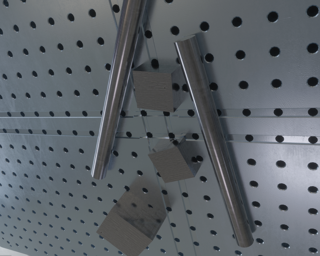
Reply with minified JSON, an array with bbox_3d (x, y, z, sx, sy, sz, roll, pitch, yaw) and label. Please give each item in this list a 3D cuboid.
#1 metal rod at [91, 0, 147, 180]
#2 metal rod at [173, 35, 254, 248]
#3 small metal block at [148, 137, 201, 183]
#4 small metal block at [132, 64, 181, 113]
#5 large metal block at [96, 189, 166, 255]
[{"bbox_3d":[-0.062,-0.037,0.421,0.025,0.025,0.298,27,128,11],"label":"metal rod"},{"bbox_3d":[0.075,0.033,0.392,0.025,0.025,0.298,-7,116,31],"label":"metal rod"},{"bbox_3d":[0.020,0.045,0.429,0.050,0.025,0.050,-19,109,35],"label":"small metal block"},{"bbox_3d":[-0.003,-0.050,0.382,0.050,0.025,0.050,9,122,23],"label":"small metal block"},{"bbox_3d":[-0.050,0.164,0.523,0.080,0.050,0.079,36,129,4],"label":"large metal block"}]
